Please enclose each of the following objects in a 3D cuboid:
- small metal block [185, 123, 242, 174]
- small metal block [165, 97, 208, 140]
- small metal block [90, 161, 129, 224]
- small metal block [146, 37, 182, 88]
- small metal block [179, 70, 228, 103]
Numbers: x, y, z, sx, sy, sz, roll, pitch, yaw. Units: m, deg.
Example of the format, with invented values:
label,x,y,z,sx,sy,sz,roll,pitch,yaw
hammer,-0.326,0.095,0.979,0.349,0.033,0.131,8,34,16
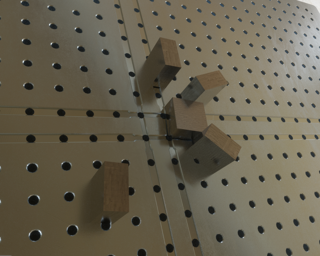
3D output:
label,x,y,z,sx,sy,sz,roll,pitch,yaw
small metal block,0.071,0.028,0.415,0.050,0.050,0.025,39,51,-3
small metal block,0.037,-0.012,0.438,0.050,0.025,0.050,8,58,-24
small metal block,-0.053,0.068,0.323,0.025,0.050,0.050,10,58,-24
small metal block,0.004,-0.095,0.454,0.025,0.050,0.050,5,60,-26
small metal block,0.065,-0.058,0.464,0.050,0.050,0.025,-20,73,-36
